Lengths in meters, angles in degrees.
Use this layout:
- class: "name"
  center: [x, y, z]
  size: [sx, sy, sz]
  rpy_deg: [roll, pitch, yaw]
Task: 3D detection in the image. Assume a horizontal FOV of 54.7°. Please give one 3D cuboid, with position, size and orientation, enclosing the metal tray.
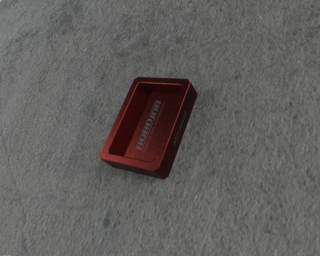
- class: "metal tray"
  center: [-0.013, -0.005, 0.409]
  size: [0.090, 0.030, 0.130]
  rpy_deg: [8, 65, 31]
